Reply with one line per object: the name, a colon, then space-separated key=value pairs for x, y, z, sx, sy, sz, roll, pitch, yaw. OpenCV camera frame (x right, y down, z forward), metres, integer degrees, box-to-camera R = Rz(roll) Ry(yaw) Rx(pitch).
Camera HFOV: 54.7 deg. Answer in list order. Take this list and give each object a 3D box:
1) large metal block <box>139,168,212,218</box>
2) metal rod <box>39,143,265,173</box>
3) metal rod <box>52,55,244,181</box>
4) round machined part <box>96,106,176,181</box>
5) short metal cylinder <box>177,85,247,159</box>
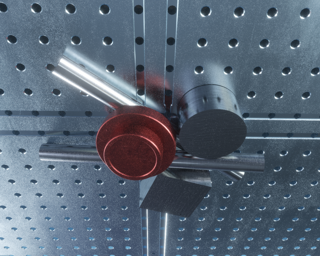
large metal block: x=0.021 y=0.084 z=0.465 sx=0.081 sy=0.050 sz=0.079 roll=16 pitch=128 yaw=-13
metal rod: x=-0.016 y=0.040 z=0.421 sx=0.302 sy=0.025 sz=0.025 roll=2 pitch=131 yaw=7
metal rod: x=0.002 y=-0.001 z=0.411 sx=0.301 sy=0.025 sz=0.025 roll=31 pitch=123 yaw=-24
round machined part: x=-0.030 y=0.025 z=0.377 sx=0.099 sy=0.042 sz=0.097 roll=3 pitch=122 yaw=4
short metal cylinder: x=0.063 y=-0.007 z=0.389 sx=0.081 sy=0.050 sz=0.079 roll=0 pitch=130 yaw=0
